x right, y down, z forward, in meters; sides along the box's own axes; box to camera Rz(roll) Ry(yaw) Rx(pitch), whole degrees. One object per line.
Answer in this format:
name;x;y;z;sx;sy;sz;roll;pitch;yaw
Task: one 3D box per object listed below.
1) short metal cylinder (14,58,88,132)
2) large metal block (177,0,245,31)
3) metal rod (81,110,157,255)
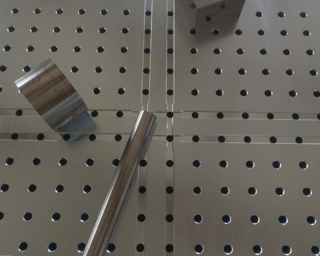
short metal cylinder;-0.138;-0.041;0.397;0.050;0.080;0.080;-38;75;-13
large metal block;0.075;-0.207;0.475;0.080;0.050;0.080;-21;72;-8
metal rod;-0.065;0.115;0.368;0.025;0.025;0.300;18;71;6
